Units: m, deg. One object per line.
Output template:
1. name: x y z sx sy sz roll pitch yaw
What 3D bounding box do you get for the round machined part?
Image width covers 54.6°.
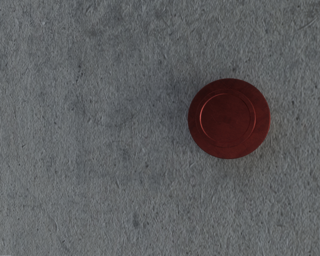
1. round machined part: 0.081 -0.011 0.372 0.098 0.042 0.097 0 90 20
